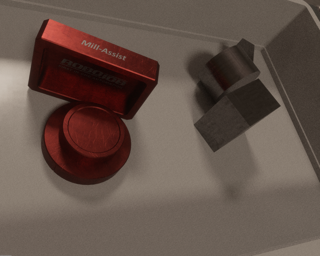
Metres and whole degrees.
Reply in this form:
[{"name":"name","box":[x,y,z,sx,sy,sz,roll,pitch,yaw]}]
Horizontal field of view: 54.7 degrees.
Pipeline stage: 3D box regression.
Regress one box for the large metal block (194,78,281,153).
[{"name":"large metal block","box":[0.109,-0.018,0.442,0.081,0.080,0.050,-27,77,-37]}]

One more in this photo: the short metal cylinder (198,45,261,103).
[{"name":"short metal cylinder","box":[0.106,-0.082,0.480,0.081,0.080,0.050,-23,74,-36]}]

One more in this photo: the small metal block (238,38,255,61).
[{"name":"small metal block","box":[0.137,-0.118,0.538,0.025,0.050,0.050,26,53,-13]}]

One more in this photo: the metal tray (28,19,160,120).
[{"name":"metal tray","box":[-0.078,-0.061,0.360,0.131,0.090,0.030,18,55,-18]}]

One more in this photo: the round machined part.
[{"name":"round machined part","box":[-0.078,0.011,0.347,0.099,0.042,0.098,14,56,-21]}]
